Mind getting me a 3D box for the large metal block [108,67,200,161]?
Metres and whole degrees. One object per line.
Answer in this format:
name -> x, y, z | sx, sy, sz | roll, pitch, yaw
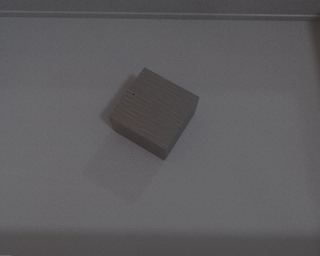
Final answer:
large metal block -> -0.007, -0.017, 0.399 | 0.080, 0.050, 0.080 | 30, 72, 10
